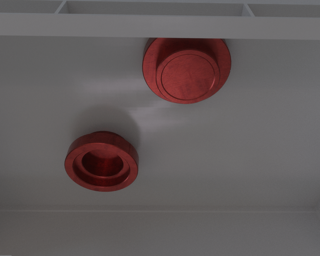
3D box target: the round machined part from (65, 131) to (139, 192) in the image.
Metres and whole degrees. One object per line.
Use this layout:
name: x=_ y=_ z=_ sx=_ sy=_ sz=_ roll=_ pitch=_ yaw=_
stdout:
round machined part: x=-0.079 y=0.042 z=0.433 sx=0.099 sy=0.042 sz=0.097 roll=0 pitch=130 yaw=0

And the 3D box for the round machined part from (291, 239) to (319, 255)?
round machined part: x=0.310 y=0.262 z=0.626 sx=0.099 sy=0.042 sz=0.097 roll=0 pitch=130 yaw=0

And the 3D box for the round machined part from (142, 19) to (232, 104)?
round machined part: x=0.030 y=-0.065 z=0.342 sx=0.099 sy=0.042 sz=0.097 roll=0 pitch=130 yaw=0
